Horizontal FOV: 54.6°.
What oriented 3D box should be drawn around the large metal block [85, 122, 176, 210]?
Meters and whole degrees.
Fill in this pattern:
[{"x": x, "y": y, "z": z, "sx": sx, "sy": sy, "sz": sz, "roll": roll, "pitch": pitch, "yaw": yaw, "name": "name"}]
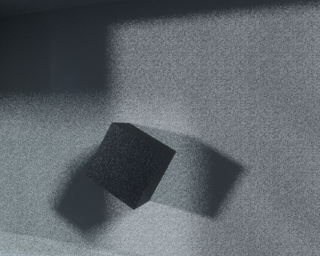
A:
[{"x": -0.038, "y": 0.047, "z": 0.411, "sx": 0.080, "sy": 0.050, "sz": 0.080, "roll": 31, "pitch": 100, "yaw": 17, "name": "large metal block"}]
